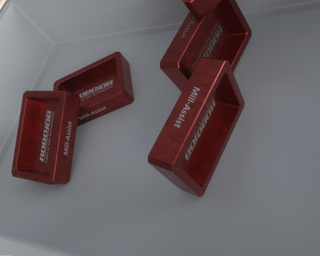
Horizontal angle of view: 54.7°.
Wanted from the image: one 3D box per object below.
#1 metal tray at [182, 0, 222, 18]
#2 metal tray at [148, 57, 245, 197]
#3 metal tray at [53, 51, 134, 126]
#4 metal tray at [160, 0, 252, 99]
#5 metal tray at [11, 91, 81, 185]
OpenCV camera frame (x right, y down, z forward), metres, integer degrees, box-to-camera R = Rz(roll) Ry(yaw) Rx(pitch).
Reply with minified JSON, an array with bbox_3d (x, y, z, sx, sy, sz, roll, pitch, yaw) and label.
[{"bbox_3d":[0.068,-0.198,0.345,0.130,0.030,0.090,-35,62,15],"label":"metal tray"},{"bbox_3d":[0.046,0.000,0.339,0.030,0.090,0.130,17,70,35],"label":"metal tray"},{"bbox_3d":[-0.110,-0.059,0.496,0.130,0.030,0.090,-22,54,15],"label":"metal tray"},{"bbox_3d":[0.063,-0.101,0.390,0.030,0.090,0.130,12,67,45],"label":"metal tray"},{"bbox_3d":[-0.168,0.012,0.454,0.090,0.030,0.129,4,85,30],"label":"metal tray"}]
